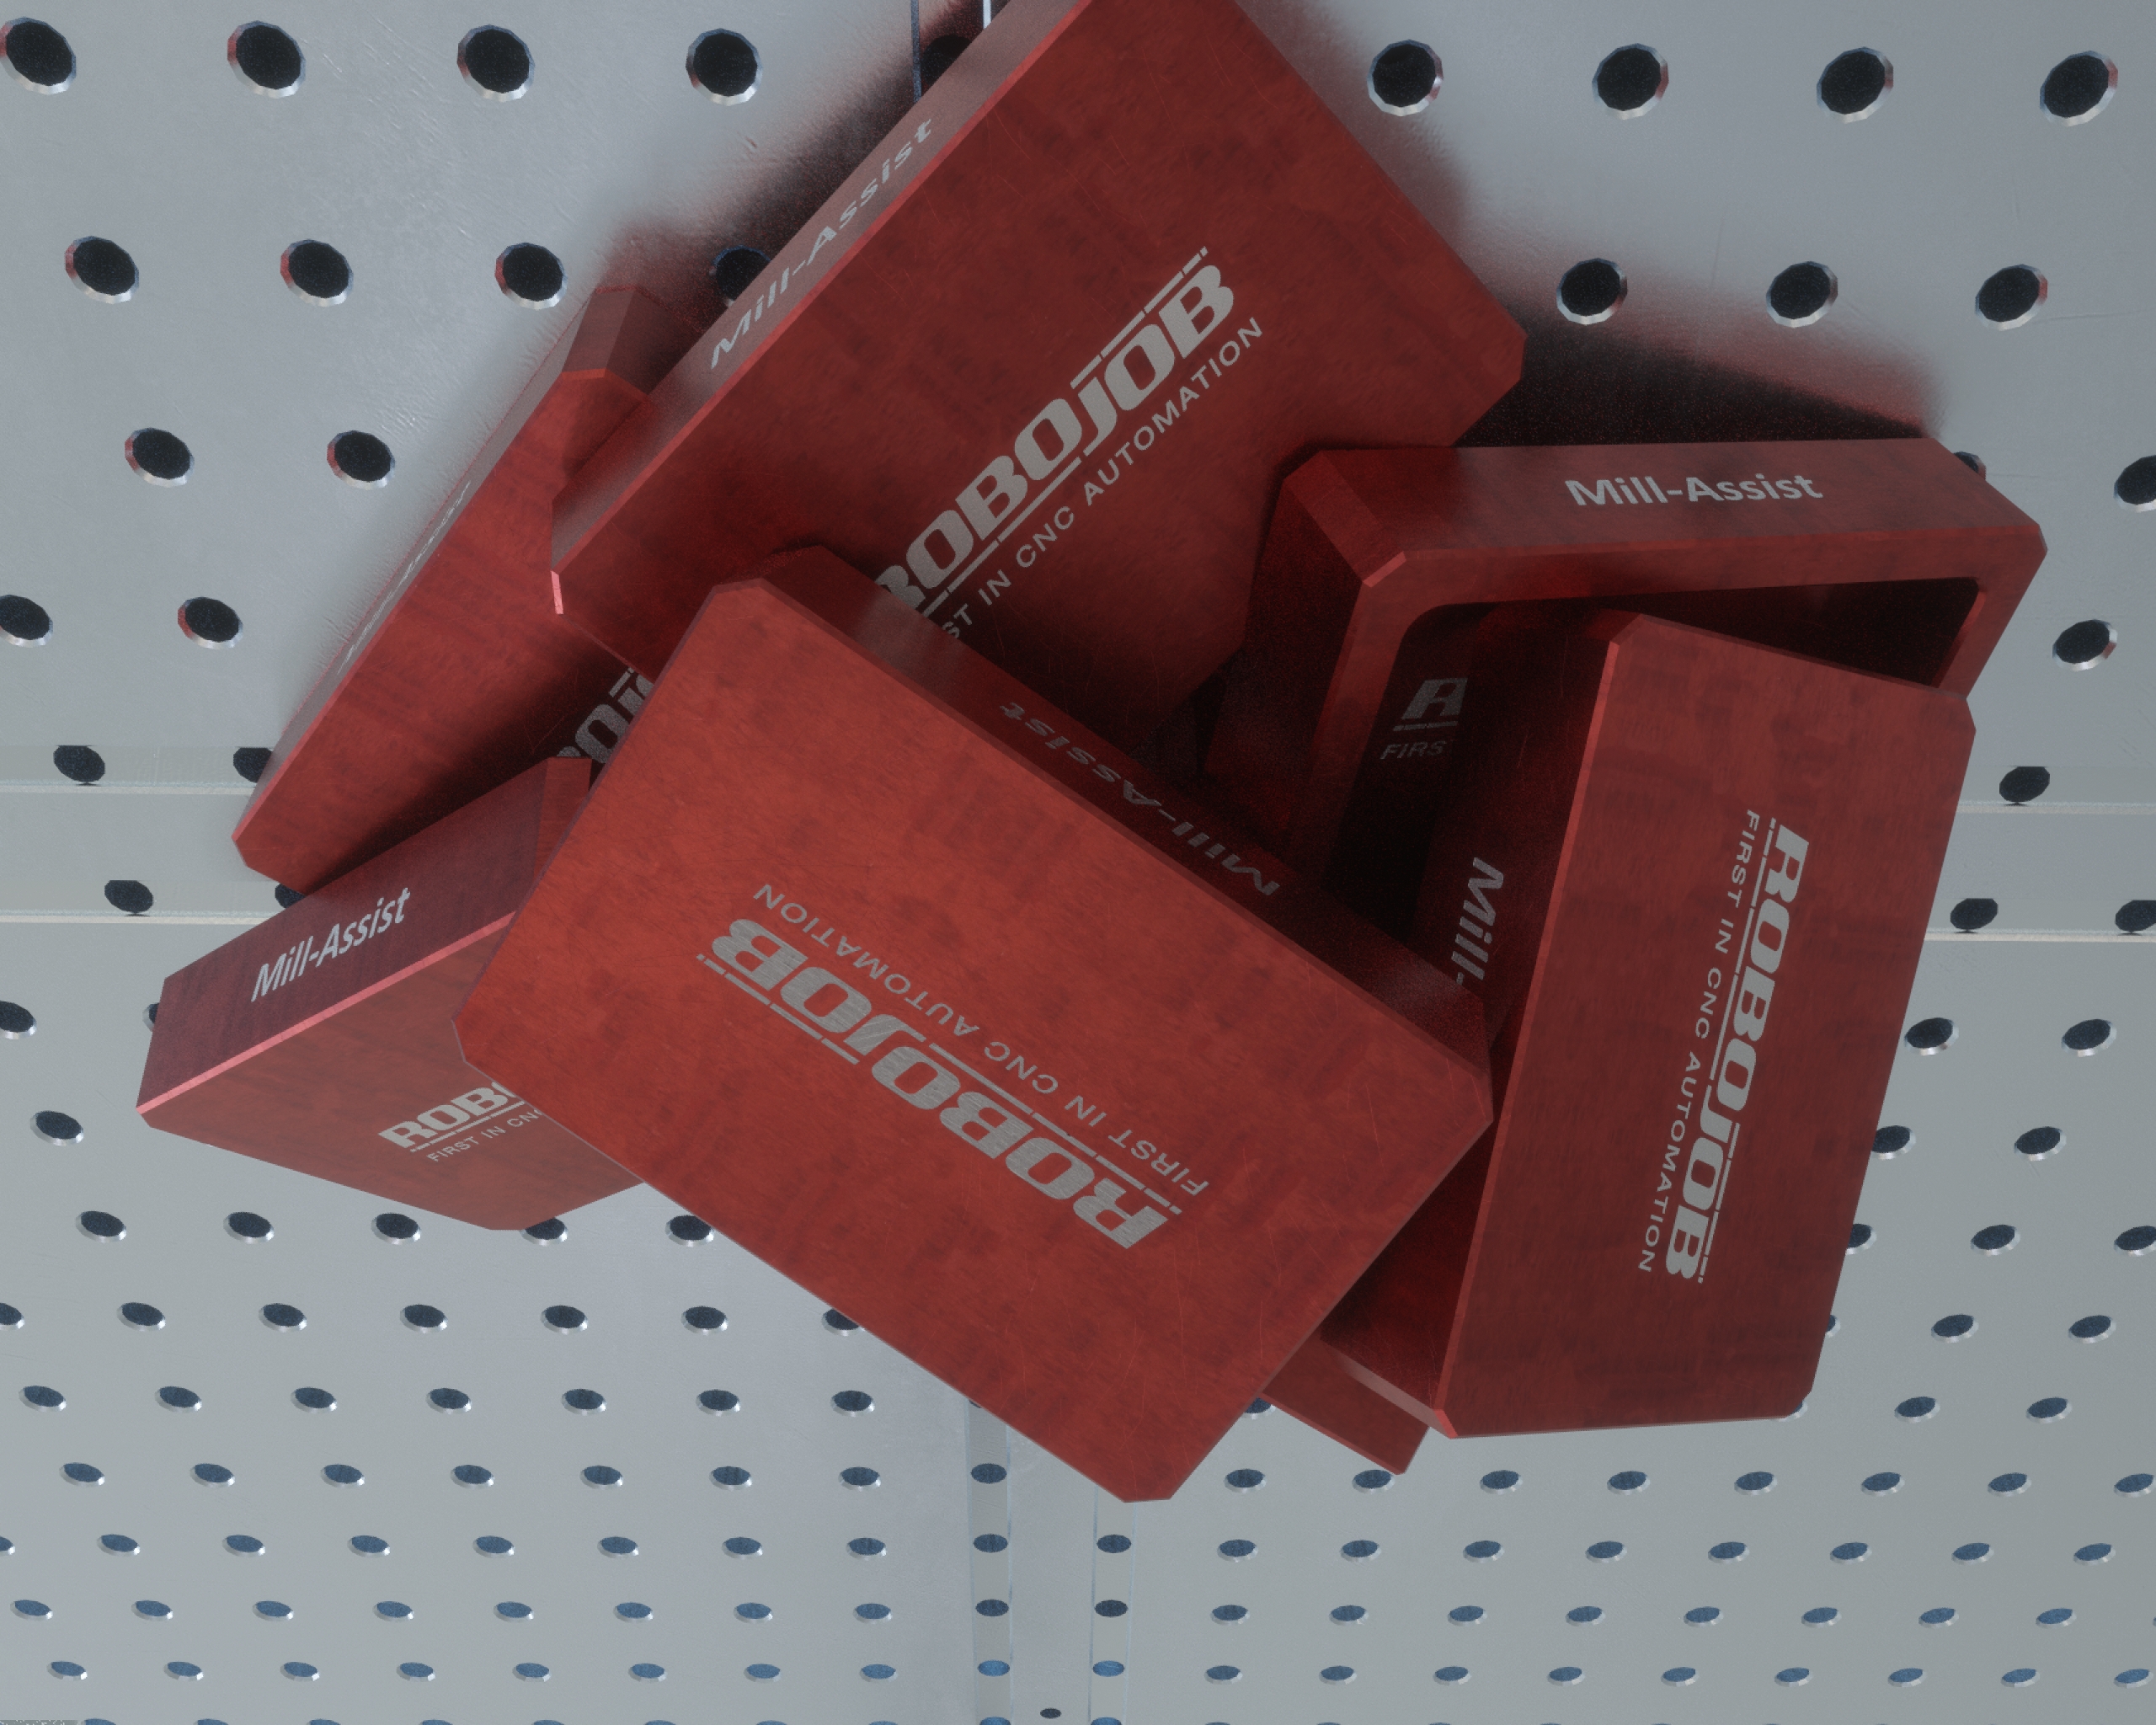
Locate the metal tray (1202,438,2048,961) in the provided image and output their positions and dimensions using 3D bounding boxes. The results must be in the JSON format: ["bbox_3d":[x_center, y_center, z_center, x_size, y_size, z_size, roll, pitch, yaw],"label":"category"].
[{"bbox_3d":[0.090,-0.025,0.358,0.131,0.030,0.089,-6,133,-22],"label":"metal tray"}]

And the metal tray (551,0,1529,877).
[{"bbox_3d":[-0.007,-0.066,0.327,0.130,0.030,0.090,-43,121,14],"label":"metal tray"}]

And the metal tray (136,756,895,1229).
[{"bbox_3d":[-0.105,0.031,0.404,0.130,0.030,0.090,-24,143,33],"label":"metal tray"}]

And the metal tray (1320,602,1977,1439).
[{"bbox_3d":[0.097,0.028,0.349,0.091,0.030,0.129,8,97,-33],"label":"metal tray"}]

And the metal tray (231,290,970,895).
[{"bbox_3d":[-0.083,-0.028,0.383,0.090,0.030,0.129,31,123,-24],"label":"metal tray"}]

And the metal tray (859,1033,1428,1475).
[{"bbox_3d":[0.005,0.068,0.408,0.090,0.130,0.030,35,80,-27],"label":"metal tray"}]

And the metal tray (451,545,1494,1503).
[{"bbox_3d":[-0.016,0.025,0.314,0.130,0.030,0.090,35,110,-3],"label":"metal tray"}]

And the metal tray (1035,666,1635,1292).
[{"bbox_3d":[0.050,0.021,0.388,0.130,0.090,0.030,37,121,-26],"label":"metal tray"}]
